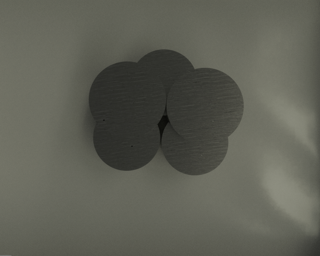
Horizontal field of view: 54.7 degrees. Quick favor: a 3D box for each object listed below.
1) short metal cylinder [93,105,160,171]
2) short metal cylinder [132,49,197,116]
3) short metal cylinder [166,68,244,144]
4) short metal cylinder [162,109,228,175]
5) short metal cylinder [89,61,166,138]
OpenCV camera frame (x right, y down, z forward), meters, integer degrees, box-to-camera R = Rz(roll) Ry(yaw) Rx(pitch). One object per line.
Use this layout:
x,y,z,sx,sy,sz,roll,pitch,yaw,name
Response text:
-0.040,0.011,0.397,0.081,0.050,0.080,0,90,0,short metal cylinder
0.005,-0.055,0.397,0.081,0.050,0.080,0,90,0,short metal cylinder
0.047,-0.023,0.347,0.081,0.050,0.080,0,90,0,short metal cylinder
0.042,0.017,0.397,0.081,0.050,0.080,0,90,0,short metal cylinder
-0.034,-0.030,0.347,0.081,0.050,0.080,0,90,0,short metal cylinder
